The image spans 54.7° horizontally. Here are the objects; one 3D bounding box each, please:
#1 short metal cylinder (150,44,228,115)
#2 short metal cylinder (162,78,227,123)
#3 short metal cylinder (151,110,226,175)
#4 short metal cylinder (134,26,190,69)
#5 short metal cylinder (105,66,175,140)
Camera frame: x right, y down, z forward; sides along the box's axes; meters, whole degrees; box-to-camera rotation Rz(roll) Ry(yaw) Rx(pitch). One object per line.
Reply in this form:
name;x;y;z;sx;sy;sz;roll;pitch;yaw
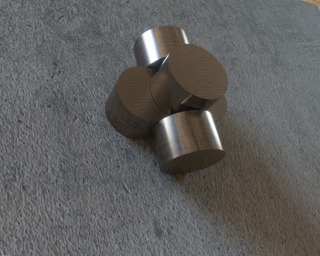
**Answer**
short metal cylinder;0.035;-0.055;0.378;0.081;0.050;0.080;14;56;-21
short metal cylinder;0.046;-0.032;0.435;0.081;0.050;0.080;14;56;-21
short metal cylinder;0.034;0.020;0.378;0.081;0.080;0.050;0;62;-29
short metal cylinder;0.007;-0.096;0.434;0.081;0.080;0.050;0;62;-29
short metal cylinder;-0.024;-0.031;0.396;0.081;0.050;0.080;14;56;-21
